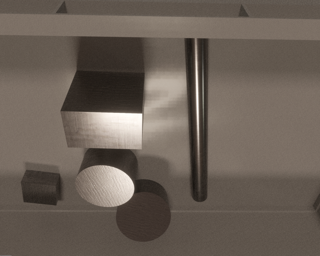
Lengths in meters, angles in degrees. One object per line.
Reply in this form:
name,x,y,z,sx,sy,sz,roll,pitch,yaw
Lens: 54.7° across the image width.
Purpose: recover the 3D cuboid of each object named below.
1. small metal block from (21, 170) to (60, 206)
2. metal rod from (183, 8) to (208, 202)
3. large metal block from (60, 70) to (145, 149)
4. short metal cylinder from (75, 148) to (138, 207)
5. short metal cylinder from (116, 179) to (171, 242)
small metal block,-0.186,0.094,0.487,0.050,0.025,0.050,8,130,-8
metal rod,0.050,-0.003,0.407,0.025,0.025,0.298,-5,130,3
large metal block,-0.059,-0.022,0.353,0.081,0.080,0.050,2,130,-2
short metal cylinder,-0.075,0.067,0.443,0.081,0.050,0.079,1,125,1
short metal cylinder,-0.025,0.126,0.479,0.081,0.050,0.079,-1,102,-4
